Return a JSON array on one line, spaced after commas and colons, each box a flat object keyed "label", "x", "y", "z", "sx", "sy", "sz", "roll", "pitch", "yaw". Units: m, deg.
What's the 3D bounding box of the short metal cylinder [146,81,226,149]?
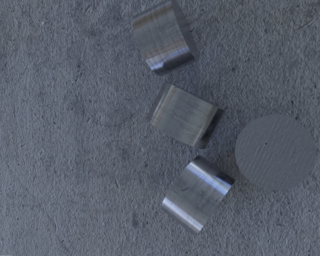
[{"label": "short metal cylinder", "x": 0.031, "y": -0.016, "z": 0.369, "sx": 0.080, "sy": 0.080, "sz": 0.050, "roll": 30, "pitch": 100, "yaw": 17}]

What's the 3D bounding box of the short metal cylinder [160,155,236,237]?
[{"label": "short metal cylinder", "x": 0.045, "y": 0.078, "z": 0.364, "sx": 0.050, "sy": 0.080, "sz": 0.080, "roll": 35, "pitch": 101, "yaw": 16}]

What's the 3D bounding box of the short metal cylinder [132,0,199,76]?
[{"label": "short metal cylinder", "x": 0.009, "y": -0.110, "z": 0.377, "sx": 0.050, "sy": 0.080, "sz": 0.080, "roll": -20, "pitch": 83, "yaw": 19}]

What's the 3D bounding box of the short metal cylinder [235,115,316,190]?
[{"label": "short metal cylinder", "x": 0.129, "y": 0.026, "z": 0.350, "sx": 0.080, "sy": 0.050, "sz": 0.080, "roll": 0, "pitch": 90, "yaw": 20}]
